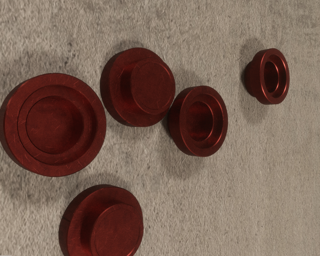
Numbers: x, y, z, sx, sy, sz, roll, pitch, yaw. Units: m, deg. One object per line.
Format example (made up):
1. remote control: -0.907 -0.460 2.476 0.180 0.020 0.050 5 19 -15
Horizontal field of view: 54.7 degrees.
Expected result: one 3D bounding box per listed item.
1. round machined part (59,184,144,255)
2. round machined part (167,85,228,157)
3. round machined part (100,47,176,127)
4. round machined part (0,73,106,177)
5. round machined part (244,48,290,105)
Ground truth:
1. round machined part: -0.058 0.115 0.347 0.099 0.042 0.097 0 90 -40
2. round machined part: 0.049 -0.009 0.437 0.099 0.042 0.097 0 90 -40
3. round machined part: -0.020 -0.050 0.379 0.099 0.042 0.097 0 90 -40
4. round machined part: -0.106 -0.003 0.306 0.099 0.042 0.097 0 90 -40
5. round machined part: 0.188 -0.090 0.555 0.099 0.042 0.097 0 90 -40
